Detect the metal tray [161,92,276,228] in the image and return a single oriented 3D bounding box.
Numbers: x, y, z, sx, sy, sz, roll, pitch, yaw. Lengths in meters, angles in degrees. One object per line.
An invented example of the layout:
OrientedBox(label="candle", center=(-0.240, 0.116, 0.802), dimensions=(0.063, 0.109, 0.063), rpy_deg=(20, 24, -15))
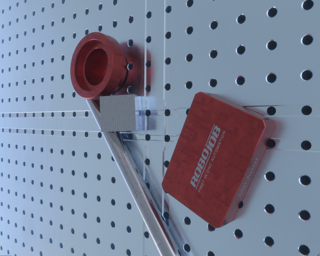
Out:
OrientedBox(label="metal tray", center=(0.062, 0.034, 0.354), dimensions=(0.090, 0.030, 0.129), rpy_deg=(31, 109, 35))

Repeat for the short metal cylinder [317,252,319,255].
OrientedBox(label="short metal cylinder", center=(0.164, 0.121, 0.238), dimensions=(0.080, 0.081, 0.050), rpy_deg=(35, 112, 34))

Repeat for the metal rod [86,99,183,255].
OrientedBox(label="metal rod", center=(-0.037, 0.074, 0.437), dimensions=(0.025, 0.025, 0.299), rpy_deg=(-44, 64, 31))

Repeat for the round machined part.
OrientedBox(label="round machined part", center=(-0.088, -0.090, 0.467), dimensions=(0.098, 0.042, 0.097), rpy_deg=(-3, 86, 39))

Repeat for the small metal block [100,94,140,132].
OrientedBox(label="small metal block", center=(-0.056, -0.020, 0.440), dimensions=(0.050, 0.025, 0.050), rpy_deg=(-3, 88, 9))
